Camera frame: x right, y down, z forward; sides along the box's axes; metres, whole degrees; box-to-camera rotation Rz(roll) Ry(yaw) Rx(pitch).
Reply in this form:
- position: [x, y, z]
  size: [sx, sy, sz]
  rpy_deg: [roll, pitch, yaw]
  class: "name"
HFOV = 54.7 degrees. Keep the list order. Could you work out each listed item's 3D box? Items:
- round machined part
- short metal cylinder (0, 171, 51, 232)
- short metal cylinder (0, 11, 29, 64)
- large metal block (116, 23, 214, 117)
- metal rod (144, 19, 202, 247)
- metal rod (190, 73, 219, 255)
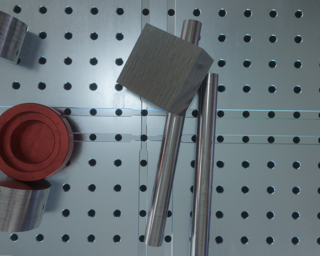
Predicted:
- position: [-0.161, 0.018, 0.402]
  size: [0.099, 0.042, 0.097]
  rpy_deg: [0, 88, -1]
  class: "round machined part"
- position: [-0.183, 0.088, 0.384]
  size: [0.080, 0.080, 0.050]
  rpy_deg: [14, 90, 0]
  class: "short metal cylinder"
- position: [-0.212, -0.118, 0.384]
  size: [0.080, 0.080, 0.050]
  rpy_deg: [18, 90, 0]
  class: "short metal cylinder"
- position: [0.007, -0.070, 0.382]
  size: [0.080, 0.050, 0.080]
  rpy_deg: [32, 99, 23]
  class: "large metal block"
- position: [0.017, 0.006, 0.413]
  size: [0.025, 0.025, 0.298]
  rpy_deg: [10, 90, 0]
  class: "metal rod"
- position: [0.057, 0.078, 0.413]
  size: [0.025, 0.025, 0.298]
  rpy_deg: [3, 90, 0]
  class: "metal rod"
